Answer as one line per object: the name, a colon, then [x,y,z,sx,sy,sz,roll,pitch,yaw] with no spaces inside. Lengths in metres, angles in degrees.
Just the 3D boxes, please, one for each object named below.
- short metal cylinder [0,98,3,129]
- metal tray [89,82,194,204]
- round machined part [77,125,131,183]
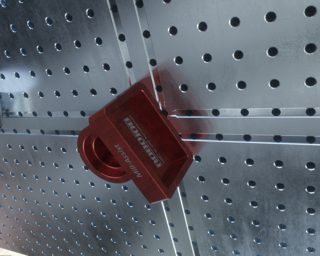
short metal cylinder: [-0.310,-0.027,0.519,0.080,0.080,0.050,22,126,15]
metal tray: [-0.017,0.016,0.387,0.030,0.090,0.130,-26,104,37]
round machined part: [-0.067,0.029,0.452,0.098,0.042,0.097,13,124,20]
